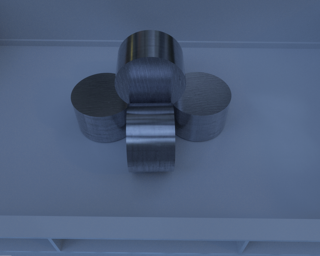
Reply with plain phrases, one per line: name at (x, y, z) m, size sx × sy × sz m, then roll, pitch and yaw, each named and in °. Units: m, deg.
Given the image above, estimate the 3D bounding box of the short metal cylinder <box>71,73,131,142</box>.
short metal cylinder at (-0.071, -0.028, 0.409) m, size 0.080 × 0.050 × 0.080 m, roll 0°, pitch 50°, yaw 0°

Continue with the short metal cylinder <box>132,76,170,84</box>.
short metal cylinder at (-0.013, -0.088, 0.441) m, size 0.050 × 0.080 × 0.080 m, roll -1°, pitch 50°, yaw -2°

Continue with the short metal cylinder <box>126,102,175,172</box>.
short metal cylinder at (-0.010, 0.011, 0.358) m, size 0.050 × 0.080 × 0.080 m, roll -1°, pitch 50°, yaw -2°

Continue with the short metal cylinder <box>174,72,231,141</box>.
short metal cylinder at (0.050, -0.029, 0.411) m, size 0.080 × 0.050 × 0.080 m, roll 0°, pitch 50°, yaw 0°

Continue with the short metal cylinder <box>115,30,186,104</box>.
short metal cylinder at (-0.011, -0.067, 0.366) m, size 0.081 × 0.080 × 0.050 m, roll -1°, pitch 50°, yaw -1°
